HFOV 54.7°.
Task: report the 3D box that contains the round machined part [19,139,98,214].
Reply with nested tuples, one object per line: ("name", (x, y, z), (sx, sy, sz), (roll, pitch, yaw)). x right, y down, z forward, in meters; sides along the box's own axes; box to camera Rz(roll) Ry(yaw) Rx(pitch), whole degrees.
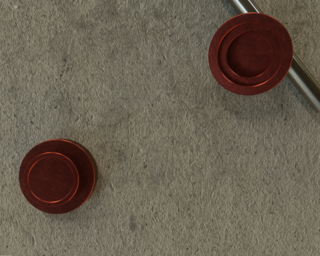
("round machined part", (-0.134, 0.063, 0.400), (0.099, 0.042, 0.097), (0, 90, 0))

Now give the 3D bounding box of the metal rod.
("metal rod", (0.125, -0.145, 0.410), (0.025, 0.025, 0.300), (-38, 90, 0))

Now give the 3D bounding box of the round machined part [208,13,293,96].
("round machined part", (0.114, -0.092, 0.391), (0.098, 0.042, 0.097), (5, 106, 17))
